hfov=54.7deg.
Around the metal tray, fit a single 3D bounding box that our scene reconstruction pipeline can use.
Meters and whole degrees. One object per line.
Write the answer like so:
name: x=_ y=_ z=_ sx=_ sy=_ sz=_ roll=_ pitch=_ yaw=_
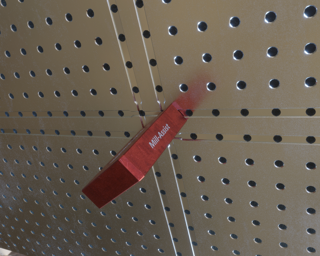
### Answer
metal tray: x=-0.027 y=0.030 z=0.375 sx=0.030 sy=0.131 sz=0.090 roll=47 pitch=129 yaw=-4
